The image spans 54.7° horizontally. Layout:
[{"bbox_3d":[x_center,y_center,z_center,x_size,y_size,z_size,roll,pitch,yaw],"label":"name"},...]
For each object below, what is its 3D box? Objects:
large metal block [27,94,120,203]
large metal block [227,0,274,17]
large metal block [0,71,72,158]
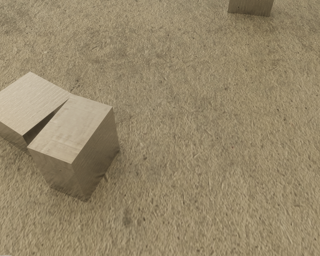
[{"bbox_3d":[-0.090,0.023,0.347,0.050,0.080,0.080,18,52,14],"label":"large metal block"},{"bbox_3d":[0.178,-0.266,0.592,0.080,0.080,0.050,9,51,7],"label":"large metal block"},{"bbox_3d":[-0.165,-0.018,0.401,0.080,0.050,0.080,28,55,21],"label":"large metal block"}]
